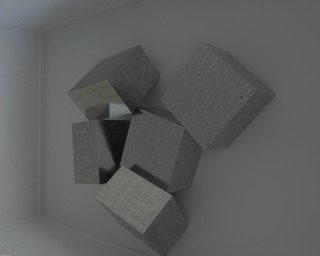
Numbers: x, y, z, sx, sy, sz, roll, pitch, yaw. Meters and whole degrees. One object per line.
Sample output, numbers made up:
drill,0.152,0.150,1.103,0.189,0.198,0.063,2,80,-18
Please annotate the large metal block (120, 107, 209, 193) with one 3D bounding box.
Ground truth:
large metal block,0.004,0.024,0.385,0.080,0.050,0.079,24,105,37

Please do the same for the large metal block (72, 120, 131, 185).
large metal block,-0.070,0.031,0.425,0.050,0.081,0.080,-7,86,39

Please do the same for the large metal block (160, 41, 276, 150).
large metal block,0.060,-0.033,0.337,0.080,0.050,0.080,51,120,27

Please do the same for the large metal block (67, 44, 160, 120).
large metal block,-0.060,-0.058,0.409,0.080,0.080,0.050,-10,126,40

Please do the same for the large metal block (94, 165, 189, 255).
large metal block,-0.020,0.102,0.376,0.080,0.080,0.050,25,63,35
